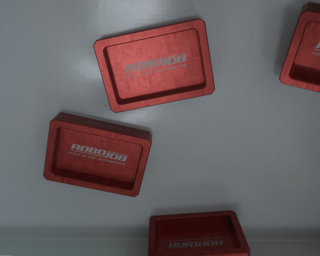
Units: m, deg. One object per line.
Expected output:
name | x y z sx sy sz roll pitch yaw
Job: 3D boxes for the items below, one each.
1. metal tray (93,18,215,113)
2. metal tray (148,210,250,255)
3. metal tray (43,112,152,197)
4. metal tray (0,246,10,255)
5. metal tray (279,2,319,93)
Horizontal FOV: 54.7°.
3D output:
metal tray | -0.005 -0.076 0.380 0.131 0.030 0.089 -11 110 3
metal tray | 0.050 0.159 0.436 0.131 0.090 0.030 -4 110 1
metal tray | -0.084 0.037 0.421 0.131 0.030 0.089 12 110 -5
metal tray | -0.259 0.260 0.470 0.030 0.090 0.129 4 110 -2
metal tray | 0.211 -0.078 0.341 0.130 0.030 0.089 18 134 17
